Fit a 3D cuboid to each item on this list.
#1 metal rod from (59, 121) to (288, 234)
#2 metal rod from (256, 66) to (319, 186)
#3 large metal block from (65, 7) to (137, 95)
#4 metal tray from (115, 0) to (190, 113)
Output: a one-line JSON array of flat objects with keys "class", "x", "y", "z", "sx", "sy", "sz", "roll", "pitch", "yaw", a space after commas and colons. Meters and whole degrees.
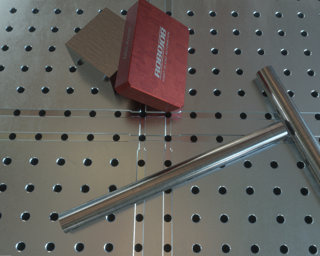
[{"class": "metal rod", "x": 0.023, "y": 0.058, "z": 0.390, "sx": 0.302, "sy": 0.025, "sz": 0.025, "roll": -22, "pitch": 72, "yaw": -8}, {"class": "metal rod", "x": 0.205, "y": 0.049, "z": 0.396, "sx": 0.025, "sy": 0.025, "sz": 0.299, "roll": -21, "pitch": 72, "yaw": -8}, {"class": "large metal block", "x": -0.070, "y": -0.108, "z": 0.437, "sx": 0.080, "sy": 0.050, "sz": 0.080, "roll": 38, "pitch": 74, "yaw": 12}, {"class": "metal tray", "x": -0.006, "y": -0.095, "z": 0.417, "sx": 0.091, "sy": 0.030, "sz": 0.130, "roll": 20, "pitch": 66, "yaw": -35}]
